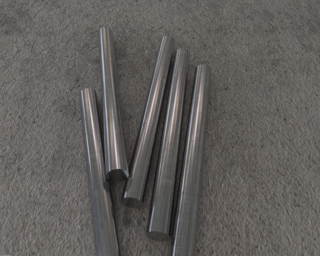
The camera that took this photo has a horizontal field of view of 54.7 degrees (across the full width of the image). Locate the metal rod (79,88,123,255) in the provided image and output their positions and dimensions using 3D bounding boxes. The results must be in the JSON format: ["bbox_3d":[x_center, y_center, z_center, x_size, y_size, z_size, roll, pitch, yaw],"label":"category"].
[{"bbox_3d":[-0.067,0.064,0.348,0.025,0.025,0.300,-10,51,-9],"label":"metal rod"}]

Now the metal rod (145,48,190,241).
[{"bbox_3d":[0.017,-0.005,0.407,0.025,0.025,0.300,6,50,5],"label":"metal rod"}]

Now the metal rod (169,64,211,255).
[{"bbox_3d":[0.042,0.025,0.381,0.025,0.025,0.300,7,50,6],"label":"metal rod"}]

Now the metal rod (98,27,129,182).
[{"bbox_3d":[-0.071,-0.056,0.439,0.025,0.025,0.300,-7,47,-6],"label":"metal rod"}]

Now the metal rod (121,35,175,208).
[{"bbox_3d":[-0.008,-0.033,0.430,0.025,0.025,0.300,6,50,5],"label":"metal rod"}]
